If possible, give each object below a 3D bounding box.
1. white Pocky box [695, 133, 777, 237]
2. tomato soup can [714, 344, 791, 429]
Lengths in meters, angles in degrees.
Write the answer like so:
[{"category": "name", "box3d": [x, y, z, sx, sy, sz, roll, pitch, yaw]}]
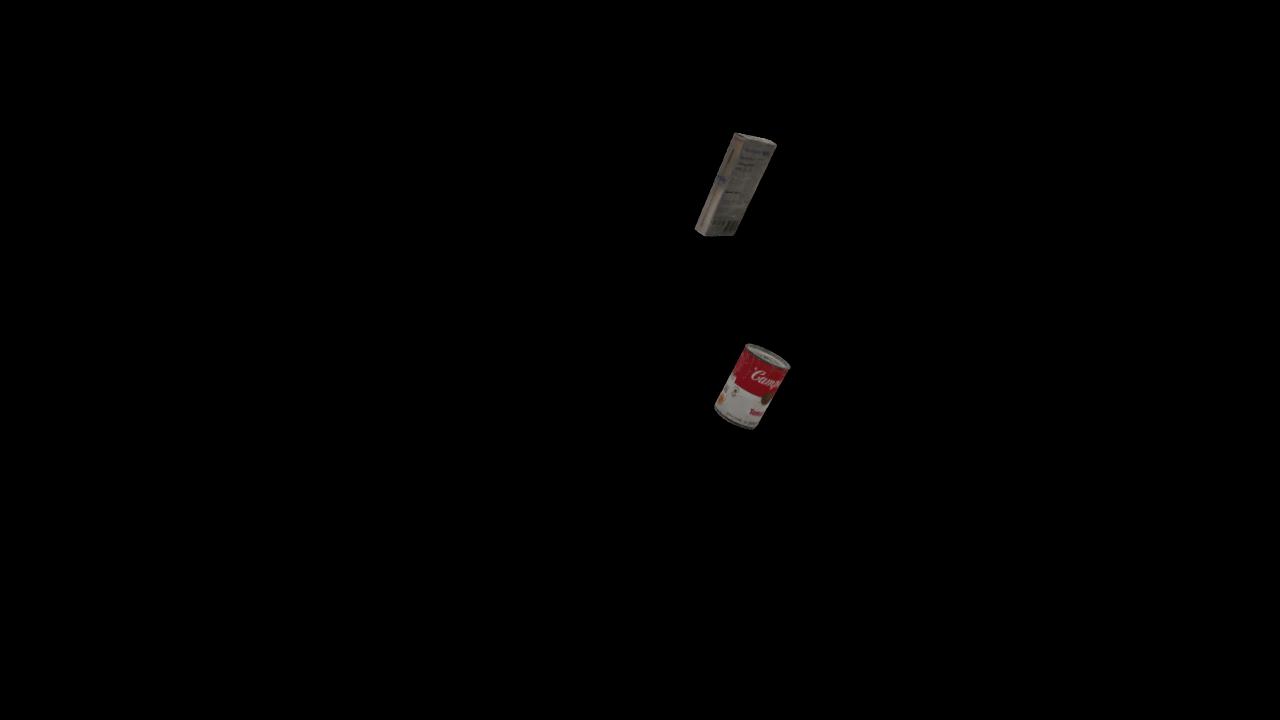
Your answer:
[{"category": "white Pocky box", "box3d": [0.144, -0.261, 0.930, 0.084, 0.154, 0.028, -12, 45, -45]}, {"category": "tomato soup can", "box3d": [0.152, 0.037, 0.846, 0.068, 0.101, 0.068, 23, 18, -8]}]
